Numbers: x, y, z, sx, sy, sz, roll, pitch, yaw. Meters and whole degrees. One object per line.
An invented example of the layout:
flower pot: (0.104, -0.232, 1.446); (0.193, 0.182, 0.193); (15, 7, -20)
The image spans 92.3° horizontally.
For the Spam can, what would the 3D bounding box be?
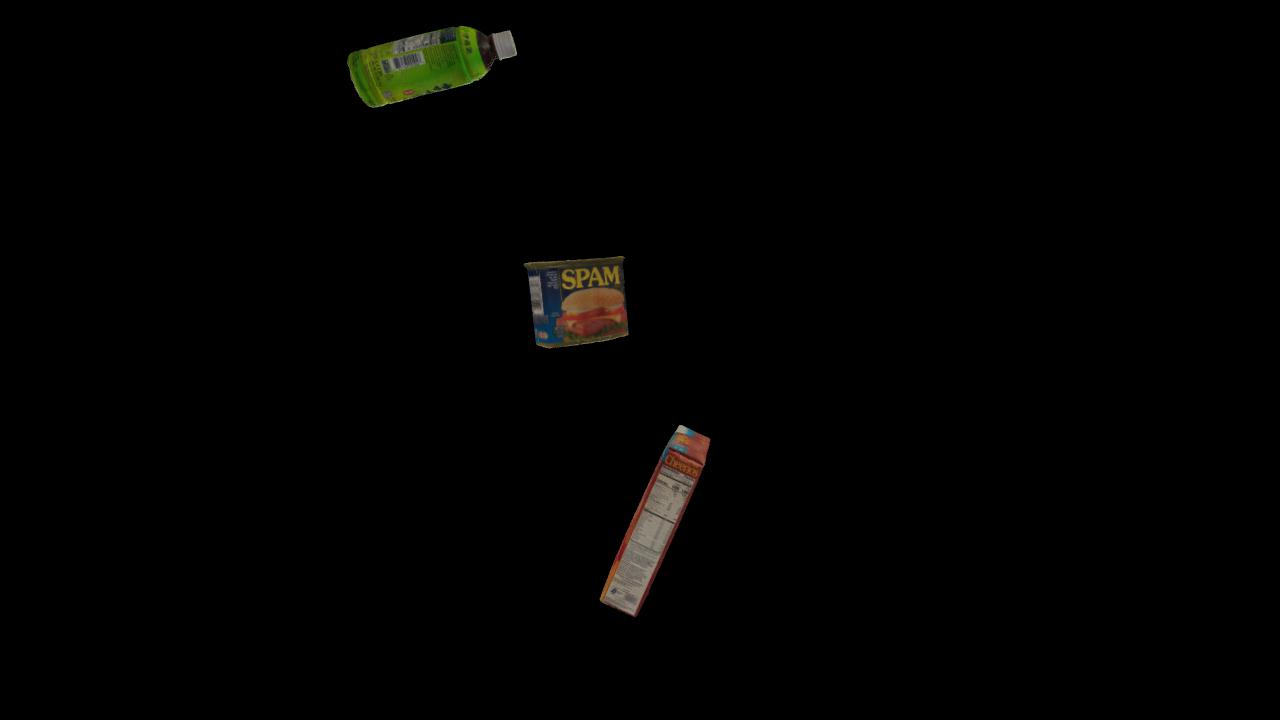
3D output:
Spam can: (-0.063, -0.061, 0.635); (0.101, 0.085, 0.058); (-10, 11, -34)

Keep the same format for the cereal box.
cereal box: (0.034, 0.283, 1.132); (0.081, 0.306, 0.203); (23, 9, 6)

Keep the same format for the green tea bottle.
green tea bottle: (-0.268, -0.392, 0.809); (0.212, 0.073, 0.073); (-13, 0, 2)
